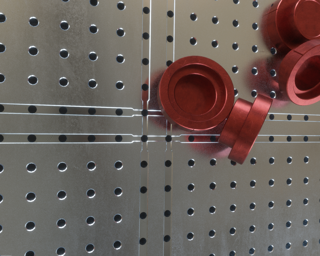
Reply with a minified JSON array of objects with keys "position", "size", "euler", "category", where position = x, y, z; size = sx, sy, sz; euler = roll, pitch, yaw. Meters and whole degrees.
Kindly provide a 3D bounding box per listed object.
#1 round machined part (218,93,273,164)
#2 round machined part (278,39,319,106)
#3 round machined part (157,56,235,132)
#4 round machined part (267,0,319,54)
[{"position":[0.112,-0.003,0.423],"size":[0.042,0.098,0.098],"euler":[25,80,14],"category":"round machined part"},{"position":[0.222,-0.087,0.470],"size":[0.099,0.042,0.097],"euler":[-10,124,-15],"category":"round machined part"},{"position":[0.045,-0.042,0.412],"size":[0.099,0.042,0.098],"euler":[1,81,-9],"category":"round machined part"},{"position":[0.221,-0.165,0.484],"size":[0.099,0.042,0.097],"euler":[0,90,-20],"category":"round machined part"}]
